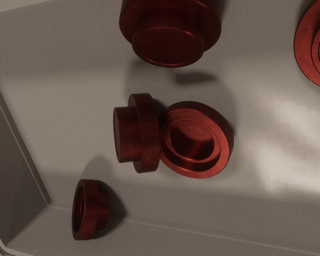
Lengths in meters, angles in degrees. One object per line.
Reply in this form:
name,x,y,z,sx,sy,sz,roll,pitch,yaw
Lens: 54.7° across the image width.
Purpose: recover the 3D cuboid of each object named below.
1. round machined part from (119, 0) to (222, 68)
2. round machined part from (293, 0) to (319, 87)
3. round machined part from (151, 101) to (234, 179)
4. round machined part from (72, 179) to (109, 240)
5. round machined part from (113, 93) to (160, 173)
round machined part,0.009,-0.093,0.300,0.099,0.042,0.098,5,162,2
round machined part,0.167,-0.074,0.264,0.098,0.042,0.097,13,124,20
round machined part,0.042,0.011,0.381,0.098,0.042,0.097,13,124,20
round machined part,-0.115,0.135,0.517,0.042,0.098,0.097,9,133,-25
round machined part,-0.033,0.007,0.380,0.042,0.098,0.097,-5,124,-14
